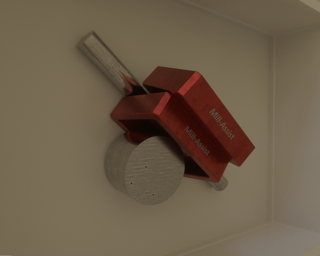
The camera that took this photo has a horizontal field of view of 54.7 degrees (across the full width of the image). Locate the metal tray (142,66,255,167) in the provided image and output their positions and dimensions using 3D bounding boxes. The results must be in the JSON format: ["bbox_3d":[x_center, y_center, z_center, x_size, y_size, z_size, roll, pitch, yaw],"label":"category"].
[{"bbox_3d":[0.046,-0.014,0.370,0.030,0.090,0.130,-49,121,-9],"label":"metal tray"}]

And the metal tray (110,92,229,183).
[{"bbox_3d":[0.012,0.014,0.375,0.130,0.090,0.030,47,62,-30],"label":"metal tray"}]

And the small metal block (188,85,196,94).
[{"bbox_3d":[0.025,-0.041,0.427,0.050,0.025,0.050,48,61,-30],"label":"small metal block"}]

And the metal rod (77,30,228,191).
[{"bbox_3d":[0.007,-0.005,0.415,0.300,0.025,0.025,46,62,-30],"label":"metal rod"}]

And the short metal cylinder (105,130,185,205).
[{"bbox_3d":[-0.018,0.045,0.368,0.081,0.050,0.079,-6,100,-34],"label":"short metal cylinder"}]
